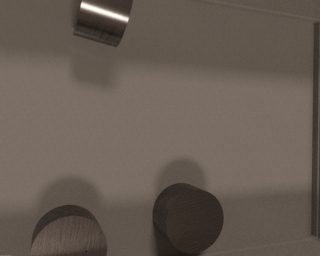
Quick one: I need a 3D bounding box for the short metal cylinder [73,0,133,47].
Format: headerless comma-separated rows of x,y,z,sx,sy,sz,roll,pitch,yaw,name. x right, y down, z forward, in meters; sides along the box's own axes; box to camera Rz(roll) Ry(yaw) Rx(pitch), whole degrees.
-0.066,-0.140,0.357,0.050,0.080,0.080,12,86,-20,short metal cylinder

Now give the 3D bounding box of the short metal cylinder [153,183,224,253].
0.036,0.117,0.412,0.081,0.050,0.079,0,90,-21,short metal cylinder

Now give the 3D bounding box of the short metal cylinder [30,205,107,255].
-0.106,0.135,0.359,0.081,0.050,0.079,0,90,-21,short metal cylinder
